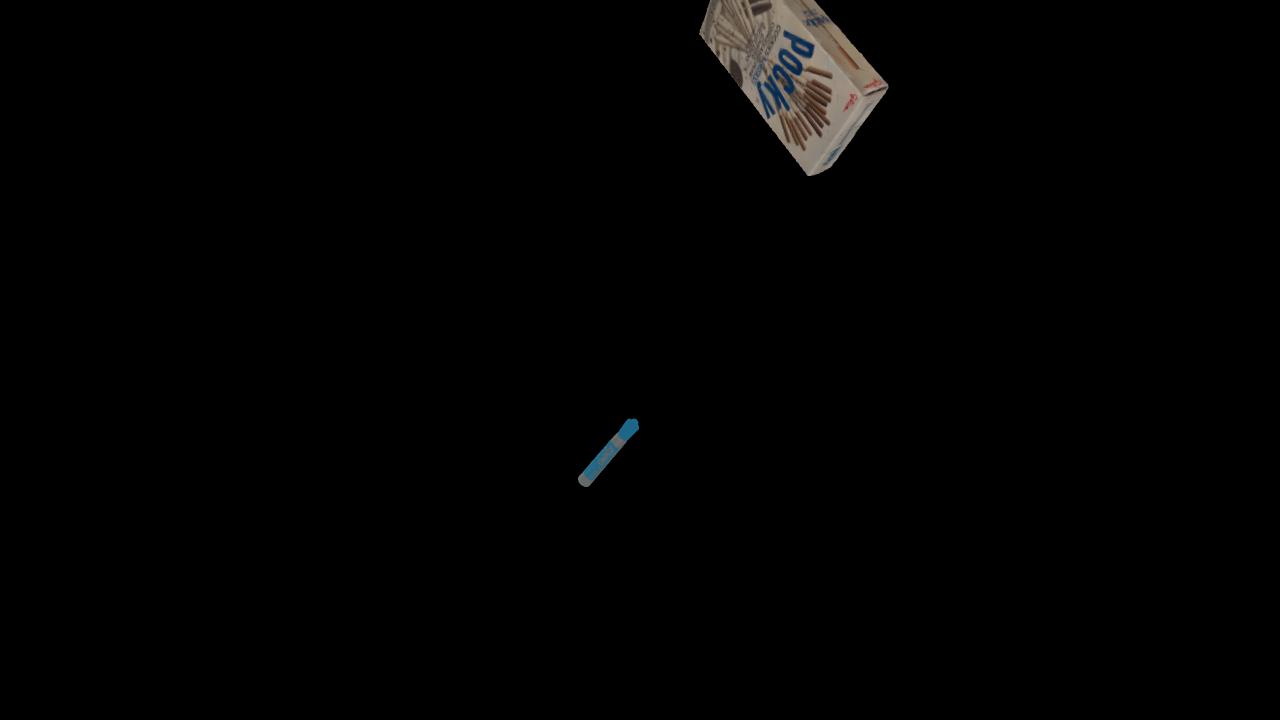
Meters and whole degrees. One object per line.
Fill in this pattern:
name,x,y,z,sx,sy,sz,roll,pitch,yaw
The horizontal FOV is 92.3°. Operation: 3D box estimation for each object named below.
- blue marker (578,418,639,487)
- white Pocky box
blue marker,-0.039,0.117,0.778,0.020,0.121,0.020,31,27,-17
white Pocky box,0.104,-0.219,0.446,0.028,0.154,0.084,-28,-13,-20
